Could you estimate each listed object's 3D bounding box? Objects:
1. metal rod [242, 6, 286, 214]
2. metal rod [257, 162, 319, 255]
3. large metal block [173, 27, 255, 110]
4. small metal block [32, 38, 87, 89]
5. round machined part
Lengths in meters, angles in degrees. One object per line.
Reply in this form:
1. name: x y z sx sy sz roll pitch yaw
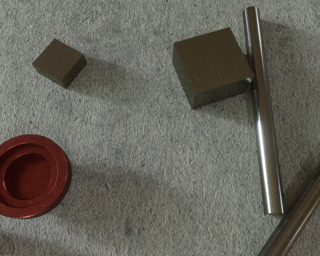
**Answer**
1. metal rod: 0.139 -0.037 0.423 0.025 0.025 0.299 0 70 0
2. metal rod: 0.158 0.114 0.368 0.025 0.025 0.301 38 74 12
3. large metal block: 0.069 -0.081 0.425 0.081 0.050 0.080 -18 71 -7
4. small metal block: -0.142 -0.091 0.440 0.050 0.025 0.050 31 73 10
5. round machined part: -0.156 0.060 0.375 0.099 0.042 0.098 0 70 -1
